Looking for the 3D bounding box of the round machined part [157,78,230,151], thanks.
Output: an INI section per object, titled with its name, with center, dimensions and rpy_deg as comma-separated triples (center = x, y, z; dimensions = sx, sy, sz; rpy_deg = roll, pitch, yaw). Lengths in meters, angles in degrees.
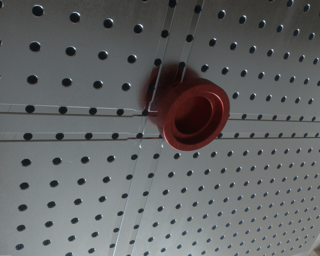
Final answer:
[round machined part]
center = 0.040, -0.021, 0.411
dimensions = 0.099, 0.042, 0.097
rpy_deg = -14, 125, -21
